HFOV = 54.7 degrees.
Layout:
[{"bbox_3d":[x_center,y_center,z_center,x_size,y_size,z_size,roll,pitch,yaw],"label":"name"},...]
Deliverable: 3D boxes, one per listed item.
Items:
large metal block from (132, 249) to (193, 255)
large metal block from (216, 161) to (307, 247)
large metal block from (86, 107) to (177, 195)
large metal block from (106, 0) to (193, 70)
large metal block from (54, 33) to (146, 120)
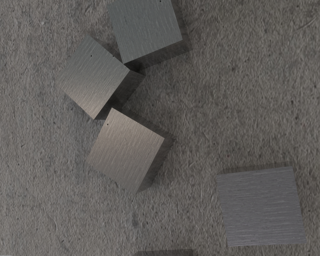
[{"bbox_3d":[0.004,0.205,0.394,0.080,0.050,0.080,-11,86,19],"label":"large metal block"},{"bbox_3d":[0.115,0.085,0.355,0.080,0.050,0.080,-10,87,19],"label":"large metal block"},{"bbox_3d":[-0.037,0.028,0.409,0.080,0.050,0.080,30,100,17],"label":"large metal block"},{"bbox_3d":[-0.012,-0.129,0.400,0.080,0.050,0.080,-18,84,19],"label":"large metal block"},{"bbox_3d":[-0.081,-0.067,0.424,0.080,0.050,0.080,42,103,15],"label":"large metal block"}]
